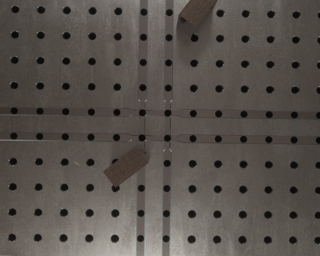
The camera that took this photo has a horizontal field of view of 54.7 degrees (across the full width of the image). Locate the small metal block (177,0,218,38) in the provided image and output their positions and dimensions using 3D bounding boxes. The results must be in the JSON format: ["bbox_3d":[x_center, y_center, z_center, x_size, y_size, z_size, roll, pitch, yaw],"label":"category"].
[{"bbox_3d":[0.048,-0.150,0.401,0.025,0.050,0.050,38,90,-1],"label":"small metal block"}]

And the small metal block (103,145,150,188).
[{"bbox_3d":[-0.042,0.048,0.400,0.050,0.050,0.025,-37,90,0],"label":"small metal block"}]
